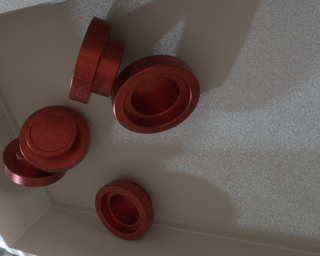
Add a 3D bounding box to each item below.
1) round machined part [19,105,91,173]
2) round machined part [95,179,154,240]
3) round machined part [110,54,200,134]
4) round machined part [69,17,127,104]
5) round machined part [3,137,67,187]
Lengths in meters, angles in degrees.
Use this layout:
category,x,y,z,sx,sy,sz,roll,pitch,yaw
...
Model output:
category,x,y,z,sx,sy,sz,roll,pitch,yaw
round machined part,-0.151,0.012,0.445,0.098,0.098,0.042,34,161,5
round machined part,-0.052,0.126,0.496,0.098,0.042,0.097,11,114,26
round machined part,-0.008,-0.042,0.354,0.099,0.042,0.097,-12,137,-11
round machined part,-0.069,-0.073,0.359,0.042,0.098,0.097,18,129,-12
round machined part,-0.193,0.042,0.490,0.098,0.098,0.042,29,128,10
